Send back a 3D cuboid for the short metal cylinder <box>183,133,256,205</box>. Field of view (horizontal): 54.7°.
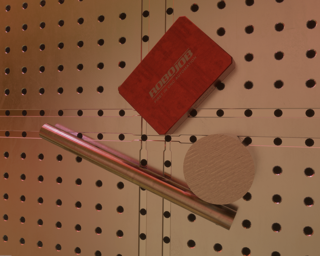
[{"bbox_3d":[0.074,0.047,0.373,0.080,0.050,0.079,0,90,19],"label":"short metal cylinder"}]

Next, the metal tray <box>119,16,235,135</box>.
[{"bbox_3d":[0.020,-0.065,0.402,0.090,0.030,0.130,46,104,14],"label":"metal tray"}]

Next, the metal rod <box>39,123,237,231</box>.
[{"bbox_3d":[-0.042,0.059,0.426,0.301,0.025,0.025,23,97,18],"label":"metal rod"}]
